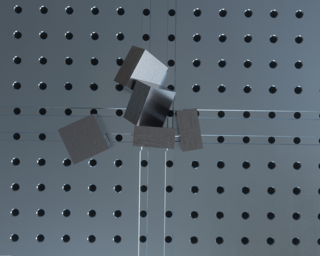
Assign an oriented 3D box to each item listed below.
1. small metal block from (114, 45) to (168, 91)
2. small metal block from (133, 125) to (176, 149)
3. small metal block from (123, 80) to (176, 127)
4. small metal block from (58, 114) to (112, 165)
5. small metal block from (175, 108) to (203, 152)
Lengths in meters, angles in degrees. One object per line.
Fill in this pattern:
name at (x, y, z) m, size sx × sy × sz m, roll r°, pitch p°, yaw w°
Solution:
small metal block at (-0.024, -0.069, 0.398) m, size 0.025 × 0.050 × 0.050 m, roll 28°, pitch 90°, yaw 39°
small metal block at (-0.007, 0.011, 0.401) m, size 0.050 × 0.050 × 0.025 m, roll 4°, pitch 91°, yaw 0°
small metal block at (-0.013, -0.030, 0.393) m, size 0.025 × 0.050 × 0.050 m, roll 31°, pitch 107°, yaw 35°
small metal block at (-0.099, 0.014, 0.413) m, size 0.050 × 0.025 × 0.050 m, roll -25°, pitch 90°, yaw 0°
small metal block at (0.036, 0.002, 0.401) m, size 0.025 × 0.050 × 0.050 m, roll -9°, pitch 90°, yaw 0°
